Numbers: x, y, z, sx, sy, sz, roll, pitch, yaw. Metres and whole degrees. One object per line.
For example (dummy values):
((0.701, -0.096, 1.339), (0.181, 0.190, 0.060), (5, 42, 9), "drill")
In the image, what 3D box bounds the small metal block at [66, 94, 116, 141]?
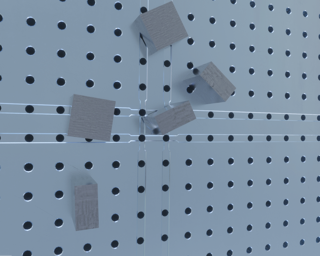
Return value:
((-0.085, -0.012, 0.382), (0.050, 0.025, 0.050), (9, 87, -20), "small metal block")

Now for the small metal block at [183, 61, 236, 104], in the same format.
((0.067, -0.060, 0.426), (0.050, 0.050, 0.025), (43, 76, -15), "small metal block")

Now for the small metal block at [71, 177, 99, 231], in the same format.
((-0.090, 0.088, 0.367), (0.025, 0.050, 0.050), (-2, 91, -20), "small metal block")

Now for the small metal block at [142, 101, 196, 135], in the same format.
((0.011, -0.013, 0.404), (0.050, 0.050, 0.025), (-26, 99, -18), "small metal block")

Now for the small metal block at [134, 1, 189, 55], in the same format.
((0.002, -0.133, 0.414), (0.050, 0.025, 0.050), (-30, 100, -18), "small metal block")
